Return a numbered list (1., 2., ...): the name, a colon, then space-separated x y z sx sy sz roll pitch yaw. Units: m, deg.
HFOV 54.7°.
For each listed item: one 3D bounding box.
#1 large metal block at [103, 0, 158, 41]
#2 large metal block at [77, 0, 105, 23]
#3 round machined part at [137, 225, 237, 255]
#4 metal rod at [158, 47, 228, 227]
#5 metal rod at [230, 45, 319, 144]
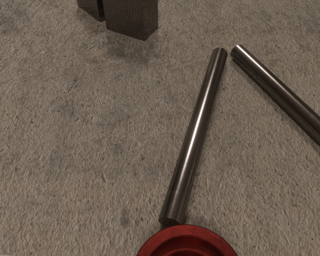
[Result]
1. large metal block: -0.051 -0.210 0.543 0.080 0.080 0.050 22 54 17
2. large metal block: -0.109 -0.259 0.603 0.080 0.050 0.080 -33 58 -25
3. round machined part: 0.024 0.141 0.274 0.099 0.042 0.098 0 50 0
4. metal rod: 0.054 -0.011 0.413 0.025 0.025 0.300 13 51 10
5. metal rod: 0.192 -0.023 0.425 0.025 0.025 0.300 -20 53 -16
